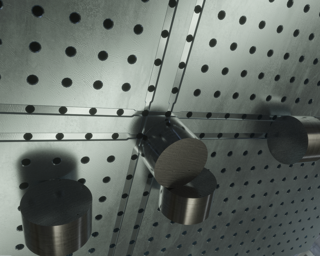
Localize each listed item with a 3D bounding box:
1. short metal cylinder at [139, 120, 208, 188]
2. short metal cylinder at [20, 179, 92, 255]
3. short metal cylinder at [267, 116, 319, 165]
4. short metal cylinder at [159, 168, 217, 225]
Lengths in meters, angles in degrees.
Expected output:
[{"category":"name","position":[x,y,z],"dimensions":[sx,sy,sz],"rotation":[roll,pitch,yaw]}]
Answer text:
[{"category":"short metal cylinder","position":[0.018,0.036,0.429],"dimensions":[0.081,0.050,0.079],"rotation":[-14,125,-21]},{"category":"short metal cylinder","position":[-0.123,0.106,0.375],"dimensions":[0.081,0.080,0.050],"rotation":[-7,122,-25]},{"category":"short metal cylinder","position":[0.227,0.019,0.515],"dimensions":[0.050,0.080,0.079],"rotation":[-1,119,-29]},{"category":"short metal cylinder","position":[0.040,0.095,0.458],"dimensions":[0.081,0.080,0.050],"rotation":[-9,123,-24]}]
